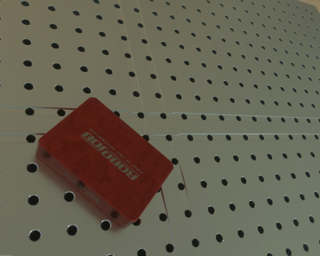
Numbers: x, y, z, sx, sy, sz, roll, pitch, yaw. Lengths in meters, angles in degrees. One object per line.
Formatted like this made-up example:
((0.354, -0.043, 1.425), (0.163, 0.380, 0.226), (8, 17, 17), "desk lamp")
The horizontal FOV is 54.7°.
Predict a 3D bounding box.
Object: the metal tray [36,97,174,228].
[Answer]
((-0.059, 0.036, 0.352), (0.130, 0.030, 0.090), (41, 51, -1), "metal tray")
